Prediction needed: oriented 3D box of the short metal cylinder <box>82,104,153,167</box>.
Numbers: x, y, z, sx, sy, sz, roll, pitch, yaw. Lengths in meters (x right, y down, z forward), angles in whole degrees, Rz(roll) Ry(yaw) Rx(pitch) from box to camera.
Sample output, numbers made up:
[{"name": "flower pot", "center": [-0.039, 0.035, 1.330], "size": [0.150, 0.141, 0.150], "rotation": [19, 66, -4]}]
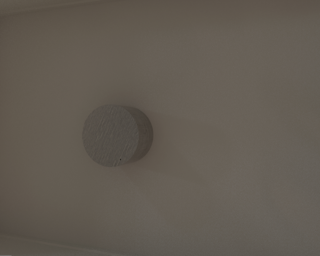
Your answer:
[{"name": "short metal cylinder", "center": [-0.055, 0.010, 0.416], "size": [0.080, 0.050, 0.079], "rotation": [0, 90, 19]}]
